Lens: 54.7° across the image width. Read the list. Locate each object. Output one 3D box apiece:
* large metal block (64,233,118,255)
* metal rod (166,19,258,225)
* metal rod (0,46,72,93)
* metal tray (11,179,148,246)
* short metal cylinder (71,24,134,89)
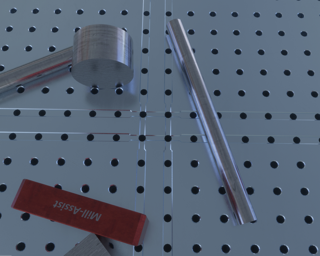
[{"bbox_3d":[-0.077,0.172,0.335,0.080,0.050,0.080,-38,75,-13],"label":"large metal block"},{"bbox_3d":[0.063,-0.022,0.420,0.025,0.025,0.299,-15,71,-6],"label":"metal rod"},{"bbox_3d":[-0.254,-0.048,0.426,0.302,0.025,0.025,-24,72,-9],"label":"metal rod"},{"bbox_3d":[-0.080,0.095,0.341,0.131,0.090,0.030,15,71,5],"label":"metal tray"},{"bbox_3d":[-0.076,-0.093,0.416,0.081,0.080,0.050,-2,70,-1],"label":"short metal cylinder"}]
